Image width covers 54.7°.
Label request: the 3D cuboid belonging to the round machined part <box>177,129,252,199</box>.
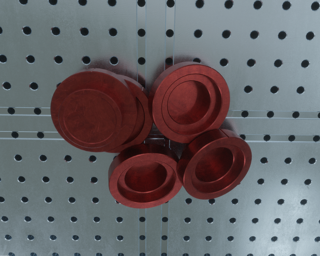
[{"bbox_3d":[0.067,0.043,0.409,0.099,0.042,0.097,-11,123,-18],"label":"round machined part"}]

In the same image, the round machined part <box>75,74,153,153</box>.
[{"bbox_3d":[-0.057,-0.021,0.395,0.099,0.042,0.097,0,110,-1],"label":"round machined part"}]

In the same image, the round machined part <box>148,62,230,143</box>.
[{"bbox_3d":[0.033,-0.034,0.383,0.099,0.042,0.097,-6,112,-16],"label":"round machined part"}]

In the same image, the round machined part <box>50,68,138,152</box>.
[{"bbox_3d":[-0.075,-0.016,0.352,0.099,0.042,0.097,0,110,-1],"label":"round machined part"}]

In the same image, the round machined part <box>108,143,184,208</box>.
[{"bbox_3d":[-0.020,0.059,0.416,0.099,0.042,0.097,-6,125,-8],"label":"round machined part"}]
